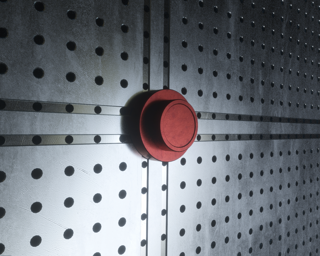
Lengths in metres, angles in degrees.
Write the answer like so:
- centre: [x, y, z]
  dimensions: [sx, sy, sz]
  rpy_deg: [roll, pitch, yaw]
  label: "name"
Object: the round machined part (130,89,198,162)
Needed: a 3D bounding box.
- centre: [0.012, -0.003, 0.410]
  dimensions: [0.099, 0.042, 0.097]
  rpy_deg: [0, 90, -40]
  label: "round machined part"
